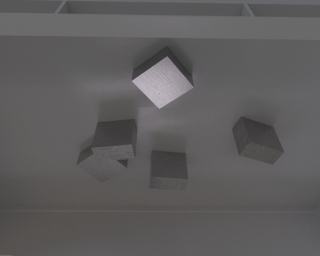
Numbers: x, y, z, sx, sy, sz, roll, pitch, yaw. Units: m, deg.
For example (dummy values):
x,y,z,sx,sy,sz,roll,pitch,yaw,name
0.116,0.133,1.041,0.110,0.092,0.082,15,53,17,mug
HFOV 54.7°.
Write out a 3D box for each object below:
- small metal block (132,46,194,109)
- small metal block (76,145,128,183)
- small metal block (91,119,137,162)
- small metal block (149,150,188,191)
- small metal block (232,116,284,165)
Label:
x,y,z,sx,sy,sz,roll,pitch,yaw,name
0.004,-0.058,0.360,0.050,0.025,0.050,-31,124,23,small metal block
-0.082,0.047,0.448,0.050,0.025,0.050,-32,123,24,small metal block
-0.058,0.015,0.405,0.050,0.050,0.025,-5,130,4,small metal block
0.012,0.060,0.444,0.050,0.050,0.025,5,130,-5,small metal block
0.127,0.016,0.407,0.050,0.050,0.025,16,128,-14,small metal block
